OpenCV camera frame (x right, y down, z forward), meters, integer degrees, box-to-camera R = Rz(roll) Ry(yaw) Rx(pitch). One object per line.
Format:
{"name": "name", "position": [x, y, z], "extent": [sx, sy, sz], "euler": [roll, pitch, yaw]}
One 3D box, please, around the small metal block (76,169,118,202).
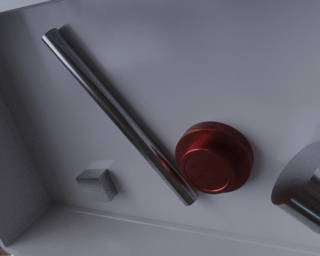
{"name": "small metal block", "position": [-0.106, 0.097, 0.523], "extent": [0.050, 0.025, 0.050], "euler": [-7, 115, 31]}

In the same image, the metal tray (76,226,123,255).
{"name": "metal tray", "position": [-0.125, 0.270, 0.638], "extent": [0.090, 0.030, 0.129], "euler": [19, 126, 16]}

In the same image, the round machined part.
{"name": "round machined part", "position": [0.064, 0.044, 0.390], "extent": [0.098, 0.042, 0.097], "euler": [13, 124, 20]}

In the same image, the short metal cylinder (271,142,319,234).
{"name": "short metal cylinder", "position": [0.164, 0.062, 0.325], "extent": [0.050, 0.080, 0.079], "euler": [35, 129, 5]}

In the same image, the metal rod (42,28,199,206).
{"name": "metal rod", "position": [-0.050, -0.010, 0.427], "extent": [0.025, 0.025, 0.300], "euler": [-34, 100, 38]}
